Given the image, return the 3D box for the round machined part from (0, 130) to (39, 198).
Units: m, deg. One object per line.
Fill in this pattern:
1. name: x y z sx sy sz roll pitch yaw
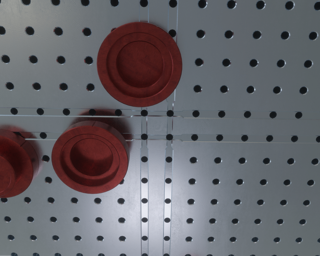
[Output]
1. round machined part: -0.223 0.054 0.423 0.099 0.042 0.097 0 110 0

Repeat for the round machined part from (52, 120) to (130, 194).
1. round machined part: -0.090 0.035 0.417 0.099 0.042 0.097 0 110 0

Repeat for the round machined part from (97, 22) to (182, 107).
1. round machined part: -0.023 -0.078 0.375 0.099 0.042 0.097 0 110 0
